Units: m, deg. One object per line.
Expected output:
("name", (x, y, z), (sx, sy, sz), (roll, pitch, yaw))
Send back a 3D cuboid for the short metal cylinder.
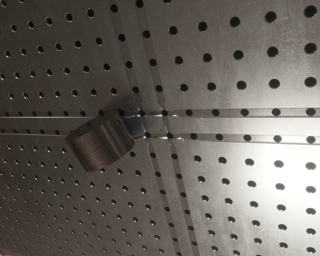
("short metal cylinder", (-0.081, 0.016, 0.427), (0.080, 0.080, 0.050), (-16, 110, 34))
